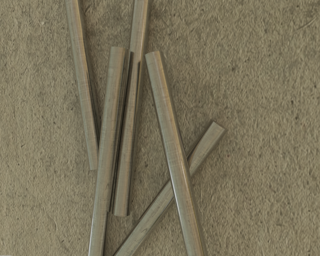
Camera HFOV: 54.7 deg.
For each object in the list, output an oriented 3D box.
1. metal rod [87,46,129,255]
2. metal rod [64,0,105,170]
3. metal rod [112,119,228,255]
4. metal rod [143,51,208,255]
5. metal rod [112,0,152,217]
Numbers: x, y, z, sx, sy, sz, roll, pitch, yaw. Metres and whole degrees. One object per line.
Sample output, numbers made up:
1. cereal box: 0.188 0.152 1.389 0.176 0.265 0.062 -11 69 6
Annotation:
1. metal rod: -0.071 0.044 0.418 0.025 0.025 0.298 10 98 19
2. metal rod: -0.112 -0.089 0.448 0.025 0.025 0.298 -10 87 20
3. metal rod: -0.010 0.117 0.412 0.025 0.025 0.299 38 102 16
4. metal rod: 0.023 0.055 0.372 0.025 0.025 0.298 -14 85 19
5. metal rod: -0.038 -0.030 0.422 0.025 0.025 0.298 7 92 20
